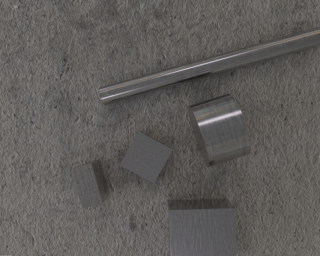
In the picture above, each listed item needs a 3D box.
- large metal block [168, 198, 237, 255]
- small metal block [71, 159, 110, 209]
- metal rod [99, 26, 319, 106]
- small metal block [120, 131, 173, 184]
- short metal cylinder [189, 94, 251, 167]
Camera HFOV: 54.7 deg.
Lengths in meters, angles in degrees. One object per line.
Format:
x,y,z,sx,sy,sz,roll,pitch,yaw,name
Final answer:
0.052,0.137,0.398,0.081,0.050,0.080,-2,90,0,large metal block
-0.088,0.070,0.397,0.025,0.050,0.050,-16,90,0,small metal block
0.069,-0.082,0.410,0.302,0.025,0.025,-16,90,0,metal rod
-0.018,0.038,0.410,0.050,0.025,0.050,29,90,0,small metal block
0.071,0.003,0.383,0.050,0.080,0.080,-18,90,0,short metal cylinder
